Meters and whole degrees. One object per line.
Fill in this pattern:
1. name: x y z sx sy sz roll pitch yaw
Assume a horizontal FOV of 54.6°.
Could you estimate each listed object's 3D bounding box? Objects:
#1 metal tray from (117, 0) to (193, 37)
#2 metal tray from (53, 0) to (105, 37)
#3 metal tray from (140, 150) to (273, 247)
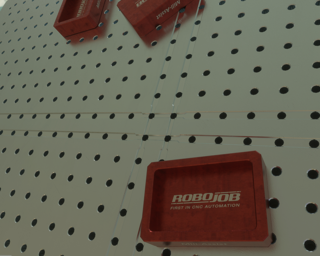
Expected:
1. metal tray: -0.004 -0.229 0.549 0.130 0.030 0.090 -35 51 5
2. metal tray: -0.163 -0.257 0.650 0.090 0.030 0.130 -7 59 24
3. metal tray: 0.047 0.077 0.333 0.130 0.030 0.090 -9 58 23
